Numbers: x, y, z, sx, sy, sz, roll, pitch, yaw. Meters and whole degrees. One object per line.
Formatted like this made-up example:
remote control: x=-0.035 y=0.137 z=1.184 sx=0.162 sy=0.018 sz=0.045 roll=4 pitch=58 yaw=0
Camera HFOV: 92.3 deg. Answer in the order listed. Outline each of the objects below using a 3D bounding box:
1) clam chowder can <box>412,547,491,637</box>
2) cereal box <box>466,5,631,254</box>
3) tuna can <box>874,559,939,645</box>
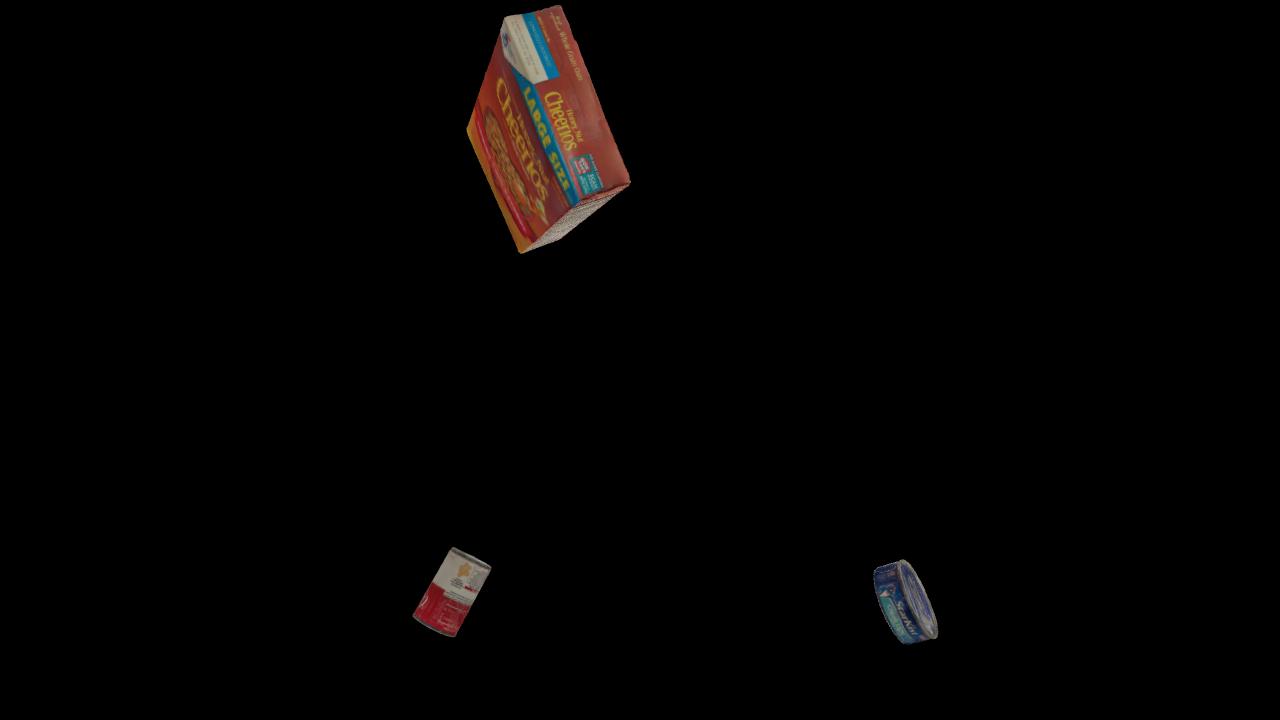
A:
clam chowder can: x=-0.263 y=0.326 z=0.869 sx=0.068 sy=0.102 sz=0.068 roll=25 pitch=-20 yaw=9
cereal box: x=-0.132 y=-0.267 z=0.786 sx=0.081 sy=0.203 sz=0.306 roll=-25 pitch=8 yaw=-21
tuna can: x=0.291 y=0.266 z=0.677 sx=0.034 sy=0.084 sz=0.084 roll=-29 pitch=-14 yaw=27
